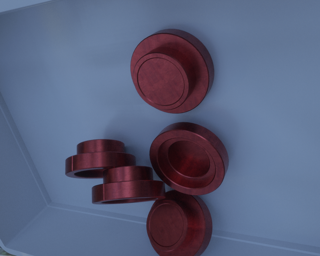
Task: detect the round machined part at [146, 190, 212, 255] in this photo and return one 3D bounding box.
[{"bbox_3d":[0.020,0.136,0.435,0.098,0.042,0.098,-13,67,34],"label":"round machined part"}]

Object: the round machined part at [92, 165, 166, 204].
[{"bbox_3d":[-0.043,0.078,0.422,0.098,0.099,0.042,-17,70,34],"label":"round machined part"}]

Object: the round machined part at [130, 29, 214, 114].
[{"bbox_3d":[0.009,-0.060,0.355,0.098,0.042,0.097,13,124,20],"label":"round machined part"}]

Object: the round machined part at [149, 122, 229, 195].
[{"bbox_3d":[0.040,0.035,0.397,0.098,0.042,0.097,13,124,20],"label":"round machined part"}]

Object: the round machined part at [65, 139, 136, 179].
[{"bbox_3d":[-0.084,0.045,0.445,0.098,0.099,0.042,-17,69,34],"label":"round machined part"}]
